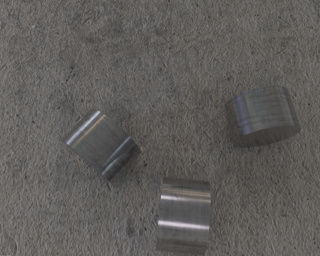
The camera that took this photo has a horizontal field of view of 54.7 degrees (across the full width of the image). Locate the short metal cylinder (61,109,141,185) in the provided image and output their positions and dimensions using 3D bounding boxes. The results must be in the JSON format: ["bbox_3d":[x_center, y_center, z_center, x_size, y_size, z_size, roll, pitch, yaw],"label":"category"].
[{"bbox_3d":[-0.069,0.023,0.370,0.080,0.080,0.050,38,74,12],"label":"short metal cylinder"}]

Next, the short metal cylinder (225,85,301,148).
[{"bbox_3d":[0.125,-0.012,0.384,0.081,0.080,0.050,-8,71,-3],"label":"short metal cylinder"}]

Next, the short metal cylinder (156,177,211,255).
[{"bbox_3d":[0.025,0.096,0.344,0.050,0.080,0.080,6,70,2],"label":"short metal cylinder"}]
